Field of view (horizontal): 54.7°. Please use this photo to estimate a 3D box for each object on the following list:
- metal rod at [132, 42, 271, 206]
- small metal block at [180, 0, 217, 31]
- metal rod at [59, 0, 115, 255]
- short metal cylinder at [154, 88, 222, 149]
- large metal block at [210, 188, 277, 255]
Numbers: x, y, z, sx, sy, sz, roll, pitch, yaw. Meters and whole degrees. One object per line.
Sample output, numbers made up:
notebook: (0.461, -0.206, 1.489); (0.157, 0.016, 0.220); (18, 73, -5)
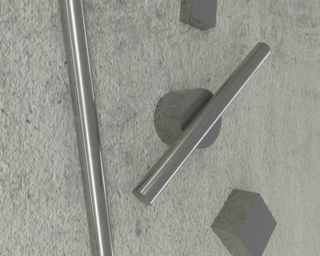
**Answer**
metal rod: (0.069, -0.023, 0.399); (0.301, 0.025, 0.025); (-48, 119, -30)
small metal block: (0.057, -0.177, 0.455); (0.050, 0.025, 0.050); (6, 86, -40)
metal rod: (-0.079, 0.001, 0.339); (0.025, 0.025, 0.298); (-10, 97, -40)
short metal cylinder: (0.039, -0.013, 0.423); (0.081, 0.050, 0.079); (0, 90, -40)
large metal block: (0.140, 0.160, 0.509); (0.080, 0.050, 0.080); (-50, 120, -28)
